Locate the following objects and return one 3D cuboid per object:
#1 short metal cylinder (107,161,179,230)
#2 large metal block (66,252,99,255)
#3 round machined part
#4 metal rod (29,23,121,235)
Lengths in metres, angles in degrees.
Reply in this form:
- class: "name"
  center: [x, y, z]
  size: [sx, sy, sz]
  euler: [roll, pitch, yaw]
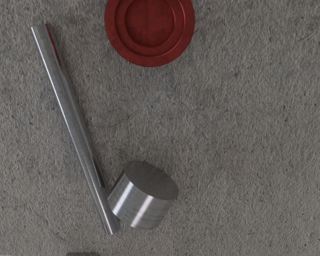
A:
- class: "short metal cylinder"
  center: [-0.022, 0.088, 0.413]
  size: [0.080, 0.080, 0.050]
  euler: [26, 108, -10]
- class: "large metal block"
  center: [-0.123, 0.250, 0.471]
  size: [0.050, 0.080, 0.079]
  euler: [-1, 110, 0]
- class: "round machined part"
  center: [-0.011, -0.122, 0.356]
  size: [0.099, 0.042, 0.097]
  euler: [0, 110, 0]
- class: "metal rod"
  center: [-0.106, 0.016, 0.414]
  size: [0.025, 0.025, 0.298]
  euler: [-13, 110, 4]
